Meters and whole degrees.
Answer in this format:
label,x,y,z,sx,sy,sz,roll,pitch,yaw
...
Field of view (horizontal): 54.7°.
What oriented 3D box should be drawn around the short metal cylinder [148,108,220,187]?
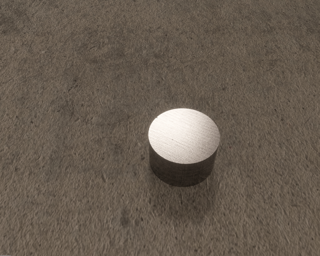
label,x,y,z,sx,sy,sz,roll,pitch,yaw
short metal cylinder,0.027,0.023,0.368,0.081,0.050,0.080,0,50,0
